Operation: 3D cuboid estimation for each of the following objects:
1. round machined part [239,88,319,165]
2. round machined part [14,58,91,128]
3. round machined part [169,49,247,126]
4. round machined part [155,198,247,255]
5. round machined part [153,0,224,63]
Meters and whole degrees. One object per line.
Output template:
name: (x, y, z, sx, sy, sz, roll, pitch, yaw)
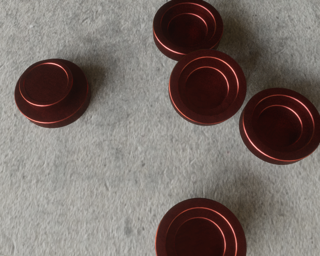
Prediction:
round machined part: (0.151, 0.001, 0.401, 0.099, 0.042, 0.098, 0, 70, -1)
round machined part: (-0.147, -0.052, 0.416, 0.099, 0.042, 0.098, 0, 70, -1)
round machined part: (0.060, -0.051, 0.411, 0.099, 0.042, 0.097, 0, 84, -1)
round machined part: (0.044, 0.131, 0.352, 0.099, 0.042, 0.098, 0, 70, -1)
round machined part: (0.039, -0.136, 0.449, 0.099, 0.042, 0.098, 0, 70, -1)
